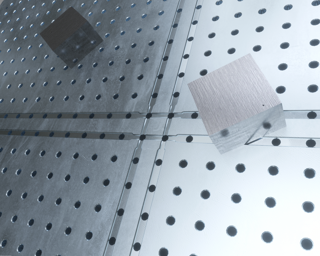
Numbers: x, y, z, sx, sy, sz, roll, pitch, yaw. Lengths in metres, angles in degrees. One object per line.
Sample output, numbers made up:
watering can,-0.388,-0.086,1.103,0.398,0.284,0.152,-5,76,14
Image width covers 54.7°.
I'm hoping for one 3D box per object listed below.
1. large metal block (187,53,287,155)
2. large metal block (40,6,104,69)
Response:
large metal block,0.088,-0.028,0.362,0.080,0.050,0.080,-25,53,12
large metal block,-0.167,-0.171,0.582,0.080,0.050,0.080,-42,51,-1
